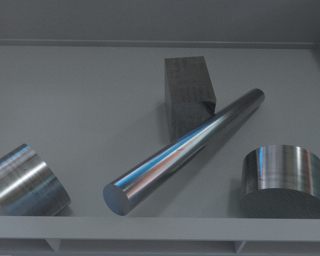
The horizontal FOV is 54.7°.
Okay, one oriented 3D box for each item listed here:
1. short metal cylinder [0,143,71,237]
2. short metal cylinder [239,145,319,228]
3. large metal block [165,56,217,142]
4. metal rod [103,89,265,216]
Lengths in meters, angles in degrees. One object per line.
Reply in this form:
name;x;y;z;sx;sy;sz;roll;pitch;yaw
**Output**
short metal cylinder;-0.137;0.062;0.315;0.080;0.080;0.050;36;59;26
short metal cylinder;0.125;0.062;0.319;0.080;0.080;0.050;11;51;8
large metal block;0.035;-0.034;0.398;0.050;0.080;0.080;-4;50;-3
metal rod;0.054;0.003;0.332;0.025;0.025;0.302;31;34;23
